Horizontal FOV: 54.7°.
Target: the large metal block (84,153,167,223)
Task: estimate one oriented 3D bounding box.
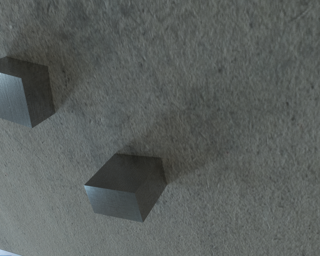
[{"bbox_3d":[-0.046,0.082,0.445,0.080,0.080,0.050,3,120,26],"label":"large metal block"}]

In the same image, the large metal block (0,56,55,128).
[{"bbox_3d":[-0.213,-0.055,0.466,0.080,0.050,0.079,16,125,19],"label":"large metal block"}]
